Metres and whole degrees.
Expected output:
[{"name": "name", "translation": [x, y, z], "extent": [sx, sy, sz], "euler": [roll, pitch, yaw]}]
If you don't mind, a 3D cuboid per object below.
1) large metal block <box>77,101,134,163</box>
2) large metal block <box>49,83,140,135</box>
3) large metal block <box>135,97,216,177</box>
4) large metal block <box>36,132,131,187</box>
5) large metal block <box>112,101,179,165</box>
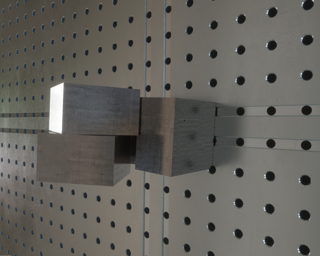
[{"name": "large metal block", "translation": [-0.082, 0.004, 0.439], "extent": [0.050, 0.081, 0.079], "euler": [3, 92, 40]}, {"name": "large metal block", "translation": [-0.077, -0.020, 0.351], "extent": [0.080, 0.081, 0.050], "euler": [6, 93, 62]}, {"name": "large metal block", "translation": [0.020, 0.008, 0.355], "extent": [0.050, 0.081, 0.079], "euler": [5, 93, 39]}, {"name": "large metal block", "translation": [-0.081, 0.030, 0.351], "extent": [0.080, 0.080, 0.050], "euler": [3, 92, 6]}, {"name": "large metal block", "translation": [-0.022, 0.004, 0.406], "extent": [0.080, 0.050, 0.079], "euler": [4, 92, 39]}]
